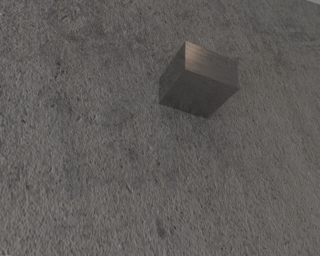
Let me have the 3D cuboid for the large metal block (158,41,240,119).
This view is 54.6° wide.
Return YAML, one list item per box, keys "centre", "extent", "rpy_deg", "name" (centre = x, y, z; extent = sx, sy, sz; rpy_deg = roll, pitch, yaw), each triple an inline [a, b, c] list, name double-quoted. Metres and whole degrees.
- centre: [0.052, -0.064, 0.435]
  extent: [0.080, 0.080, 0.050]
  rpy_deg: [16, 55, -19]
  name: "large metal block"
